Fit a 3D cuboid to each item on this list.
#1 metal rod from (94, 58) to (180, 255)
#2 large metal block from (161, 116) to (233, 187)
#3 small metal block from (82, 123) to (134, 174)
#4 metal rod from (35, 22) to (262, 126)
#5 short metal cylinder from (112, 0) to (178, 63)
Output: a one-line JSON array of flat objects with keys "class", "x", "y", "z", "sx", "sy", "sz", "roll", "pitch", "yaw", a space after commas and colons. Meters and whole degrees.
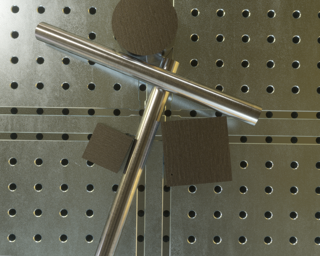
[{"class": "metal rod", "x": -0.034, "y": 0.052, "z": 0.412, "sx": 0.025, "sy": 0.025, "sz": 0.298, "roll": 19, "pitch": 90, "yaw": -1}, {"class": "large metal block", "x": 0.045, "y": 0.028, "z": 0.402, "sx": 0.081, "sy": 0.050, "sz": 0.079, "roll": -5, "pitch": 90, "yaw": -1}, {"class": "small metal block", "x": -0.068, "y": 0.026, "z": 0.413, "sx": 0.050, "sy": 0.025, "sz": 0.050, "roll": 25, "pitch": 90, "yaw": -1}, {"class": "metal rod", "x": -0.021, "y": -0.071, "z": 0.391, "sx": 0.301, "sy": 0.025, "sz": 0.025, "roll": 23, "pitch": 90, "yaw": 8}, {"class": "short metal cylinder", "x": -0.018, "y": -0.128, "z": 0.401, "sx": 0.081, "sy": 0.050, "sz": 0.079, "roll": 0, "pitch": 90, "yaw": -1}]
